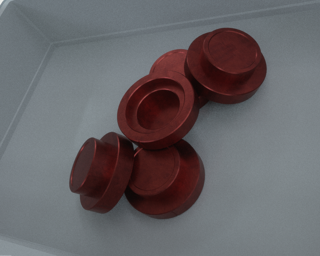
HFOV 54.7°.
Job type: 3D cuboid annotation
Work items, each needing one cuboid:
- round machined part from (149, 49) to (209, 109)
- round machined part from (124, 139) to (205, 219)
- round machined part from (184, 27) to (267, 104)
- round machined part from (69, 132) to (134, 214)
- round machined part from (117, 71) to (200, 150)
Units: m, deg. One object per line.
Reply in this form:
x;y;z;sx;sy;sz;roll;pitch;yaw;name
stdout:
0.024;-0.068;0.420;0.098;0.042;0.098;-13;56;20;round machined part
-0.001;0.052;0.360;0.098;0.042;0.098;-13;56;20;round machined part
0.081;-0.081;0.372;0.099;0.042;0.098;3;63;-5;round machined part
-0.075;0.050;0.373;0.098;0.042;0.098;-39;38;40;round machined part
0.001;-0.018;0.374;0.098;0.042;0.098;-13;56;20;round machined part
